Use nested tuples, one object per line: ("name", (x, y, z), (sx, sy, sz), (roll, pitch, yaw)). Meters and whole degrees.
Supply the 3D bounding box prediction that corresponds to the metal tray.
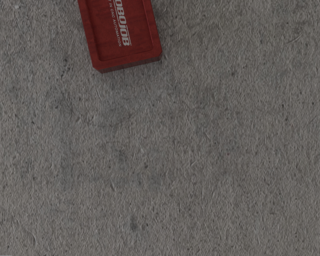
("metal tray", (-0.054, -0.145, 0.406), (0.090, 0.030, 0.129), (-13, 90, 0))
